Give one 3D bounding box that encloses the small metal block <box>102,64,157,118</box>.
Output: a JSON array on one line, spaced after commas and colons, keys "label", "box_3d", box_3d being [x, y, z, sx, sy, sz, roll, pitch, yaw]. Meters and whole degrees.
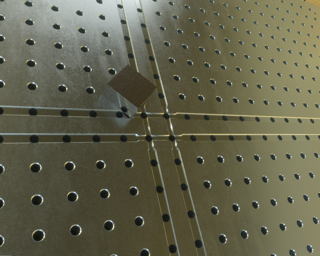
[{"label": "small metal block", "box_3d": [-0.041, -0.050, 0.416, 0.050, 0.025, 0.050, 39, 51, -2]}]
